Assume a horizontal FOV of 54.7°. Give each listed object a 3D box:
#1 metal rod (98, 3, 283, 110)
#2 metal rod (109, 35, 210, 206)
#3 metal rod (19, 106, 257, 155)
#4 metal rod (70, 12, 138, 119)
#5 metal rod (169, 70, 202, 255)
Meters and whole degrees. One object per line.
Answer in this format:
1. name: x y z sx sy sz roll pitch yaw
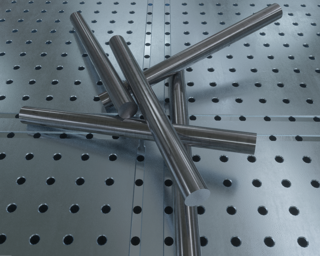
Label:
1. metal rod: 0.049 -0.108 0.456 0.301 0.025 0.025 -29 55 -8
2. metal rod: -0.017 -0.035 0.378 0.025 0.025 0.300 -15 46 -13
3. metal rod: -0.038 0.000 0.383 0.301 0.025 0.025 7 50 14
4. metal rod: -0.097 -0.113 0.475 0.025 0.025 0.300 -18 45 -15
5. metal rod: 0.027 0.017 0.393 0.025 0.025 0.300 0 50 -1
